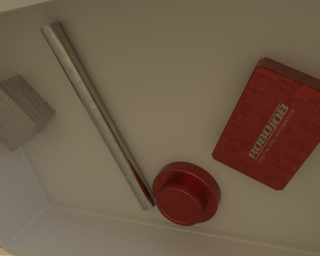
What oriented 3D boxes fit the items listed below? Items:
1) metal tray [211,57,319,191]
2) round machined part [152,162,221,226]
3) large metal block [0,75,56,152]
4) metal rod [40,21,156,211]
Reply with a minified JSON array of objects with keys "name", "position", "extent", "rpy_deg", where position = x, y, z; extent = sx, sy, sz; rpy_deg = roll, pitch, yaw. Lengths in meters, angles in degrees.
[{"name":"metal tray","position":[0.123,0.000,0.340],"extent":[0.090,0.030,0.129],"rpy_deg":[27,128,11]},{"name":"round machined part","position":[0.033,0.100,0.441],"extent":[0.098,0.042,0.097],"rpy_deg":[13,124,20]},{"name":"large metal block","position":[-0.227,-0.023,0.488],"extent":[0.080,0.050,0.080],"rpy_deg":[47,120,-6]},{"name":"metal rod","position":[-0.080,-0.005,0.445],"extent":[0.025,0.025,0.299],"rpy_deg":[-14,112,33]}]
